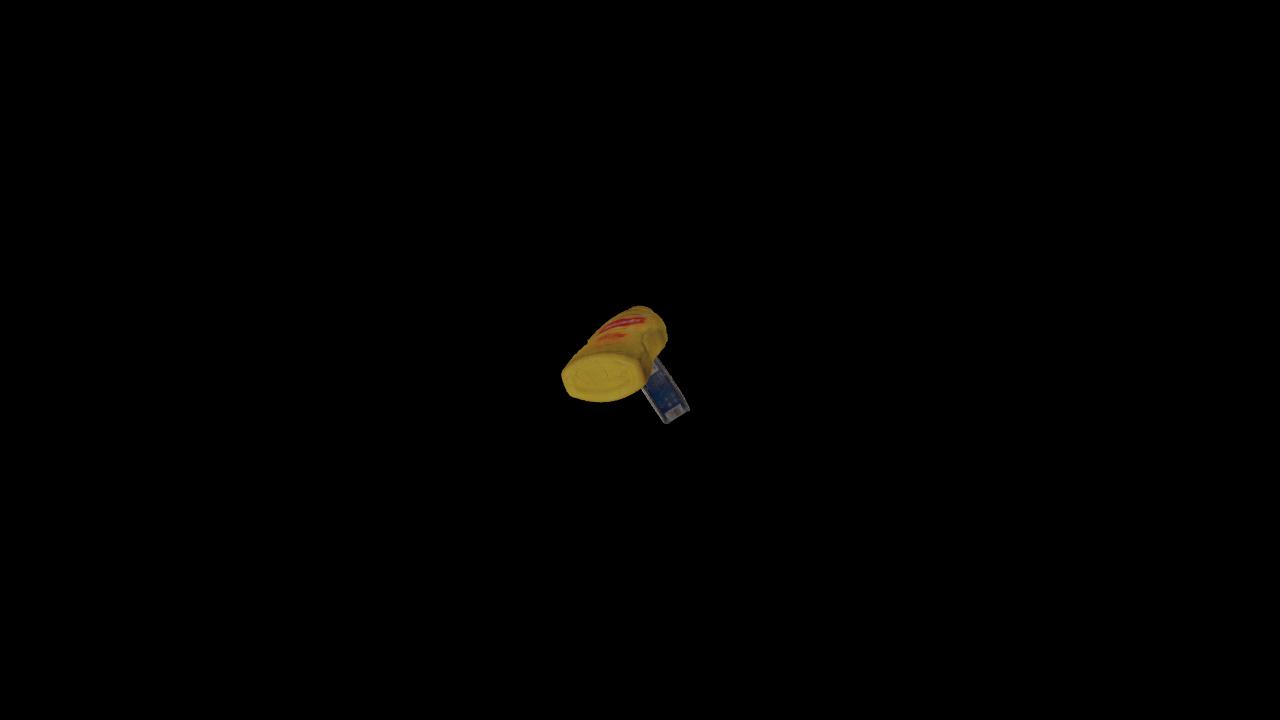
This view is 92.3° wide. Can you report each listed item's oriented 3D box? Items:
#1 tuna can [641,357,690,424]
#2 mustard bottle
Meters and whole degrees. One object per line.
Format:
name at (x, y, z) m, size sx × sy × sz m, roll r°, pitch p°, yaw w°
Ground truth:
tuna can at (0.021, 0.031, 0.703) m, size 0.034 × 0.084 × 0.084 m, roll -33°, pitch 2°, yaw -3°
mustard bottle at (-0.016, -0.018, 0.688) m, size 0.092 × 0.054 × 0.184 m, roll -15°, pitch 20°, yaw 22°
